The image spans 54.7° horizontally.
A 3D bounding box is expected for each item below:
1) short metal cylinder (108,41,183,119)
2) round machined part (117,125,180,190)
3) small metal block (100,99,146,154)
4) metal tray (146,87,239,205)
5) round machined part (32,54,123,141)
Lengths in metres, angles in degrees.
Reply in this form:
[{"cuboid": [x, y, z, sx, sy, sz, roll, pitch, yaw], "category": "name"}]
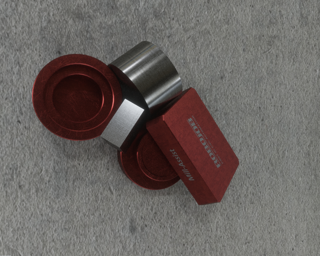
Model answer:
[{"cuboid": [-0.019, -0.057, 0.376, 0.050, 0.080, 0.080, -40, 103, -16], "category": "short metal cylinder"}, {"cuboid": [-0.002, 0.032, 0.401, 0.099, 0.042, 0.097, 0, 90, -21], "category": "round machined part"}, {"cuboid": [-0.041, 0.000, 0.364, 0.025, 0.050, 0.050, 31, 79, 7], "category": "small metal block"}, {"cuboid": [0.048, 0.022, 0.403, 0.130, 0.030, 0.090, 56, 42, -12], "category": "metal tray"}, {"cuboid": [-0.097, -0.034, 0.366, 0.099, 0.042, 0.097, 0, 90, -21], "category": "round machined part"}]
